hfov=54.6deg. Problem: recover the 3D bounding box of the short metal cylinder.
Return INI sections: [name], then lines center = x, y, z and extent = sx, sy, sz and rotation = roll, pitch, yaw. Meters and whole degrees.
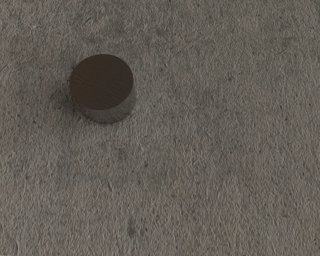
[short metal cylinder]
center = -0.074, -0.050, 0.413
extent = 0.080, 0.050, 0.080
rotation = 0, 70, 0
